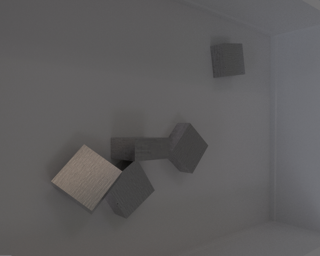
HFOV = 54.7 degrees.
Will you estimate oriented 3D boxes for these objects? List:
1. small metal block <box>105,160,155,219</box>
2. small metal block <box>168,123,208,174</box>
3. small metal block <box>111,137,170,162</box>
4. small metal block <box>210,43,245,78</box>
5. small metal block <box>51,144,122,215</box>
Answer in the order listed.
[{"bbox_3d":[-0.041,0.071,0.372,0.050,0.025,0.050,-41,115,-32],"label":"small metal block"},{"bbox_3d":[0.035,0.028,0.436,0.050,0.025,0.050,49,61,-29],"label":"small metal block"},{"bbox_3d":[-0.024,0.024,0.370,0.050,0.050,0.025,0,90,-40],"label":"small metal block"},{"bbox_3d":[0.109,-0.108,0.498,0.050,0.025,0.050,-13,98,-39],"label":"small metal block"},{"bbox_3d":[-0.076,0.054,0.327,0.050,0.025,0.050,35,63,4],"label":"small metal block"}]
